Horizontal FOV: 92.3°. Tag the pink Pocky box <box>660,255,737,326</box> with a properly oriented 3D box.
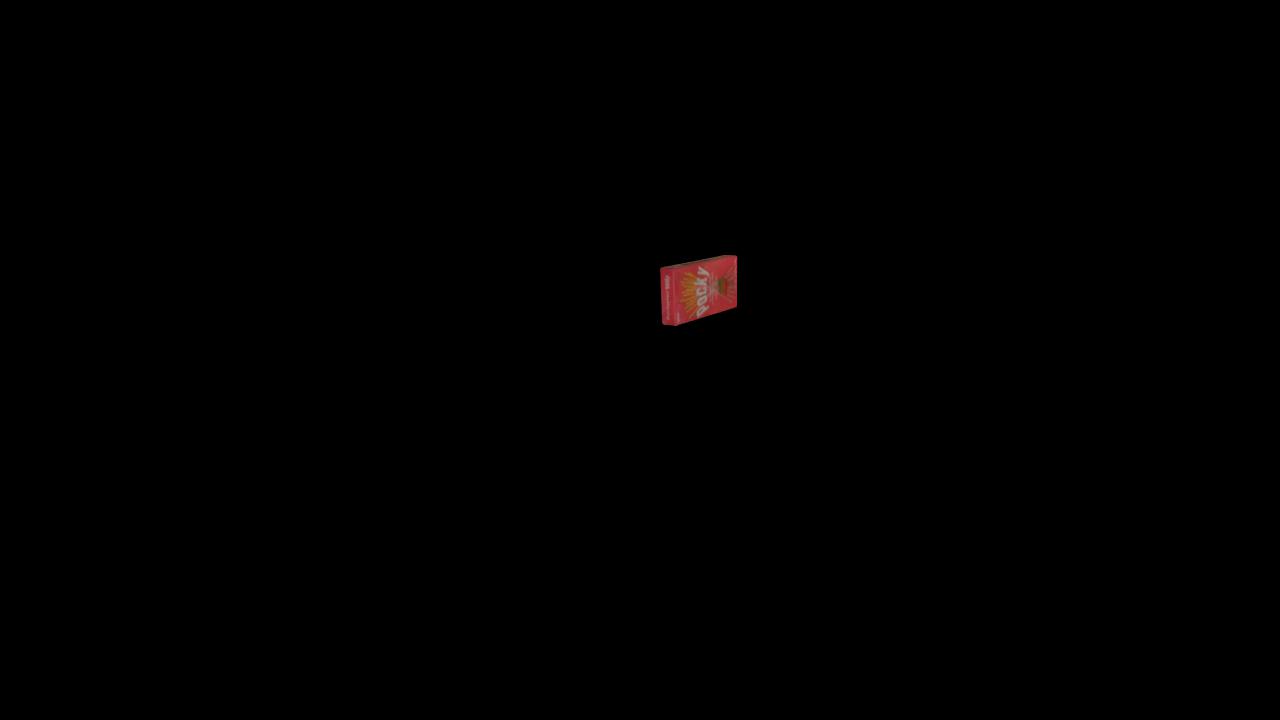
[{"bbox_3d":[0.091,-0.106,0.920,0.029,0.084,0.155,13,22,43],"label":"pink Pocky box"}]
